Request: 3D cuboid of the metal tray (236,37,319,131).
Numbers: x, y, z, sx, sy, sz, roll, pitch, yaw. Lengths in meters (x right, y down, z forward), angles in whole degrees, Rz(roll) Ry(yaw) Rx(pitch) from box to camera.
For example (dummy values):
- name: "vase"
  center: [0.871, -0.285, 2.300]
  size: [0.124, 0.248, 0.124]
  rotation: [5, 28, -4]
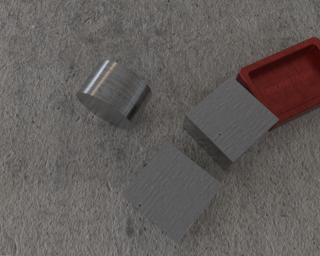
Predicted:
- name: "metal tray"
  center: [0.183, -0.062, 0.429]
  size: [0.131, 0.030, 0.090]
  rotation: [-24, 72, -9]

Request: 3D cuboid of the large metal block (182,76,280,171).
- name: "large metal block"
  center: [0.087, -0.005, 0.397]
  size: [0.080, 0.050, 0.080]
  rotation: [-40, 75, -13]

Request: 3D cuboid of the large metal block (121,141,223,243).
- name: "large metal block"
  center: [0.014, 0.077, 0.367]
  size: [0.080, 0.050, 0.080]
  rotation: [38, 74, 12]

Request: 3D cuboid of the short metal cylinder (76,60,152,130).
- name: "short metal cylinder"
  center: [-0.057, -0.041, 0.393]
  size: [0.080, 0.080, 0.050]
  rotation: [27, 72, 9]
